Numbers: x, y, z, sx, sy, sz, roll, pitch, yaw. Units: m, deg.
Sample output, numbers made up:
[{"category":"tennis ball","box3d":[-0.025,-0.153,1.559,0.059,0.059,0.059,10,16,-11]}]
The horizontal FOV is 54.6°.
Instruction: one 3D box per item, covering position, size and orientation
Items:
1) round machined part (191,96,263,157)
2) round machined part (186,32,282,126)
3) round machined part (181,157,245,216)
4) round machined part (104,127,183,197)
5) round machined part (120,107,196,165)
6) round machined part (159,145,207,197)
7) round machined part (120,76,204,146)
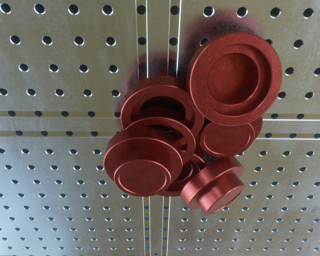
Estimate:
[{"category":"round machined part","box3d":[0.083,0.000,0.401,0.099,0.042,0.097,0,130,0]},{"category":"round machined part","box3d":[0.077,-0.054,0.340,0.099,0.042,0.097,-2,109,-6]},{"category":"round machined part","box3d":[0.082,0.087,0.443,0.099,0.042,0.098,-27,150,-17]},{"category":"round machined part","box3d":[-0.021,0.049,0.386,0.099,0.042,0.097,0,130,0]},{"category":"round machined part","box3d":[-0.004,0.011,0.409,0.099,0.042,0.097,0,130,0]},{"category":"round machined part","box3d":[0.017,0.052,0.444,0.099,0.042,0.097,0,130,0]},{"category":"round machined part","box3d":[0.003,-0.023,0.381,0.099,0.042,0.097,0,130,0]}]
